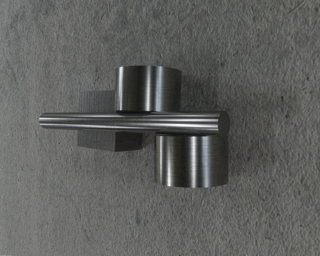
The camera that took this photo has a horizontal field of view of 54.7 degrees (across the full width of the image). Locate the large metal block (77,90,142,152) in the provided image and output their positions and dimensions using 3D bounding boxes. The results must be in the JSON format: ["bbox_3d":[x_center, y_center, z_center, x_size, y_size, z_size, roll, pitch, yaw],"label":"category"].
[{"bbox_3d":[-0.071,-0.011,0.443,0.080,0.050,0.079,4,93,39],"label":"large metal block"}]

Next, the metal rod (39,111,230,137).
[{"bbox_3d":[-0.057,-0.008,0.385,0.300,0.025,0.025,2,91,38],"label":"metal rod"}]

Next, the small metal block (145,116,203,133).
[{"bbox_3d":[0.017,-0.005,0.373,0.050,0.050,0.025,2,91,39],"label":"small metal block"}]

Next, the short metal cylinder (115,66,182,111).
[{"bbox_3d":[-0.014,-0.045,0.382,0.080,0.081,0.050,3,92,39],"label":"short metal cylinder"}]

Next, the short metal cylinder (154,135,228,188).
[{"bbox_3d":[0.034,0.033,0.340,0.080,0.081,0.050,0,90,39],"label":"short metal cylinder"}]
